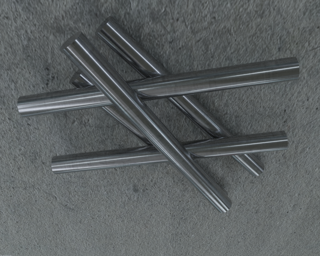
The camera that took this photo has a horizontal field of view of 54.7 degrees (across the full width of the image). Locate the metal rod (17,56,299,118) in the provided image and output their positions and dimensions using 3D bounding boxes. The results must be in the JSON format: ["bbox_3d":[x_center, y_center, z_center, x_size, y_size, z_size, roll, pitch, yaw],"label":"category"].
[{"bbox_3d":[-0.007,-0.043,0.339,0.302,0.025,0.025,-7,130,5],"label":"metal rod"}]

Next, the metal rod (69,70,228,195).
[{"bbox_3d":[0.002,0.026,0.430,0.025,0.025,0.300,-33,123,25],"label":"metal rod"}]

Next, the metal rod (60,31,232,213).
[{"bbox_3d":[0.005,0.015,0.357,0.025,0.025,0.300,-28,126,21],"label":"metal rod"}]

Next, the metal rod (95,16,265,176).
[{"bbox_3d":[0.043,-0.022,0.390,0.025,0.025,0.301,-35,122,26],"label":"metal rod"}]

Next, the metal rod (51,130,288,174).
[{"bbox_3d":[0.009,0.033,0.404,0.302,0.025,0.025,-7,130,5],"label":"metal rod"}]
